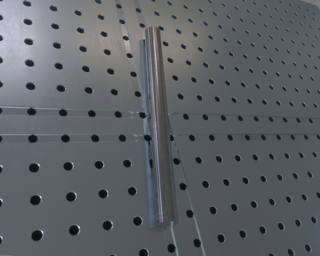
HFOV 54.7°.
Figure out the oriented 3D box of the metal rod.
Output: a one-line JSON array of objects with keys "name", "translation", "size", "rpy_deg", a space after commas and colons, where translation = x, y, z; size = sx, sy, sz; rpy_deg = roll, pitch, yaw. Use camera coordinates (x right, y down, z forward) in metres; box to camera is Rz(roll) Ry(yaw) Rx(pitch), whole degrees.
[{"name": "metal rod", "translation": [-0.002, -0.022, 0.420], "size": [0.025, 0.025, 0.299], "rpy_deg": [10, 58, -23]}]
